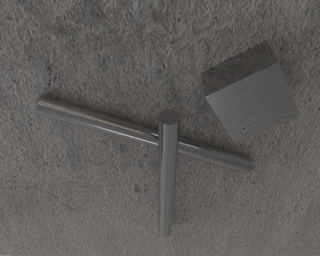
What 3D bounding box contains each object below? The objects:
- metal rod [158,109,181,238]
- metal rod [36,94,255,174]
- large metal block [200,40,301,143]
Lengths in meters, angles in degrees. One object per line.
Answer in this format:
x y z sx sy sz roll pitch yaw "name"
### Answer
0.010 0.089 0.460 0.025 0.025 0.298 0 137 0 "metal rod"
-0.008 0.013 0.417 0.302 0.025 0.025 17 128 -14 "metal rod"
0.103 -0.039 0.359 0.080 0.050 0.080 -25 126 20 "large metal block"
